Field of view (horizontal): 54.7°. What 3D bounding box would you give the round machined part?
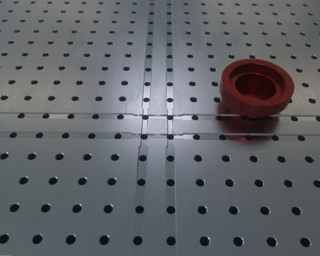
[{"bbox_3d":[0.134,-0.051,0.441,0.099,0.042,0.098,0,50,0],"label":"round machined part"}]
